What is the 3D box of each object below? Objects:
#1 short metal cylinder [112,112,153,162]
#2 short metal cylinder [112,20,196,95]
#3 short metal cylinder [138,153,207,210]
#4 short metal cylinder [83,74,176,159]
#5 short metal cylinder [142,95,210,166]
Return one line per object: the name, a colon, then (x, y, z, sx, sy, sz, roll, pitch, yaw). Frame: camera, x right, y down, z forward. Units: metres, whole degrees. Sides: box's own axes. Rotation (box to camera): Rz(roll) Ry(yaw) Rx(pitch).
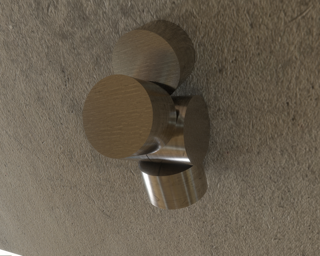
short metal cylinder: (-0.025, 0.001, 0.386, 0.050, 0.080, 0.079, 1, 119, 27)
short metal cylinder: (-0.006, -0.076, 0.348, 0.080, 0.050, 0.079, 13, 124, 20)
short metal cylinder: (0.017, 0.059, 0.399, 0.080, 0.080, 0.050, 0, 118, 28)
short metal cylinder: (-0.030, -0.011, 0.315, 0.080, 0.050, 0.079, 0, 90, 27)
short metal cylinder: (0.021, 0.002, 0.361, 0.050, 0.080, 0.080, 1, 119, 28)
